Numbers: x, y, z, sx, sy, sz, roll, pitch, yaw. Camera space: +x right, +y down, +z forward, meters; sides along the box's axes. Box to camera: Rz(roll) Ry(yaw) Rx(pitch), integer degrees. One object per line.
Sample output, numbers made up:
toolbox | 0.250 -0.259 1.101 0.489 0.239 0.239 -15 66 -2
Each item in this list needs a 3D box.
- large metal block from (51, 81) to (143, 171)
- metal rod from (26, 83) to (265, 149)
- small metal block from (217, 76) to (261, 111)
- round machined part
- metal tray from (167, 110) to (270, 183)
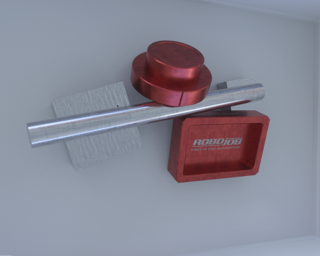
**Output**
large metal block | -0.076 -0.003 0.367 0.081 0.050 0.080 -19 97 -19
metal rod | 0.006 -0.022 0.365 0.303 0.025 0.025 -12 95 -27
small metal block | 0.116 -0.045 0.453 0.050 0.025 0.050 -12 94 -20
round machined part | 0.016 -0.072 0.375 0.099 0.098 0.042 -5 132 -20
metal tray | 0.080 0.023 0.422 0.131 0.030 0.089 -2 110 -21
